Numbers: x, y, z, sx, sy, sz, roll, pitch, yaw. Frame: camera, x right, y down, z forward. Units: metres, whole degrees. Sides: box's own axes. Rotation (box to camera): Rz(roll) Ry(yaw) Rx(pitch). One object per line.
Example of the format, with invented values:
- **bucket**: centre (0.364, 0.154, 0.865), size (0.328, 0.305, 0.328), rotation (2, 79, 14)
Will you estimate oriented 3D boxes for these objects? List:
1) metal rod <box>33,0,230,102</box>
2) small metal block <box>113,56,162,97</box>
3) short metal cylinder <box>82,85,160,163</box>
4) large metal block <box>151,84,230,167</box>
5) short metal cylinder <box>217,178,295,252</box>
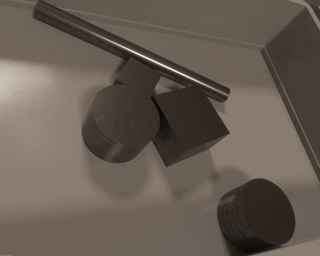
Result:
- **metal rod**: centre (-0.030, -0.106, 0.455), size (0.302, 0.025, 0.025), rotation (22, 54, -16)
- **small metal block**: centre (-0.033, -0.063, 0.428), size (0.050, 0.025, 0.050), rotation (31, 52, -9)
- **short metal cylinder**: centre (-0.047, -0.004, 0.368), size (0.081, 0.050, 0.080), rotation (14, 56, -21)
- **large metal block**: centre (0.031, -0.005, 0.411), size (0.081, 0.050, 0.080), rotation (-18, 72, -35)
- **short metal cylinder**: centre (0.120, 0.110, 0.389), size (0.081, 0.050, 0.080), rotation (14, 56, -21)
